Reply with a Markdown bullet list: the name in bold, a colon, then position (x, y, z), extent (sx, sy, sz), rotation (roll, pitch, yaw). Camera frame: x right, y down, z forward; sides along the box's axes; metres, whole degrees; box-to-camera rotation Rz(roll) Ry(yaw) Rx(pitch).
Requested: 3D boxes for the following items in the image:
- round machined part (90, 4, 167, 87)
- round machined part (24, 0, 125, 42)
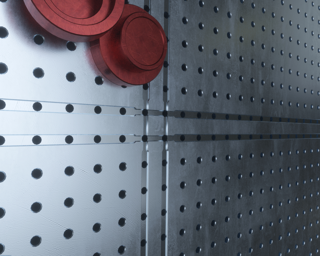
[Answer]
- **round machined part**: position (-0.030, -0.101, 0.374), extent (0.099, 0.042, 0.097), rotation (0, 90, -40)
- **round machined part**: position (-0.090, -0.136, 0.317), extent (0.099, 0.042, 0.097), rotation (3, 84, -31)
